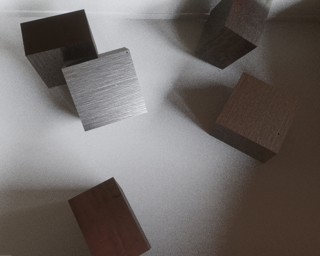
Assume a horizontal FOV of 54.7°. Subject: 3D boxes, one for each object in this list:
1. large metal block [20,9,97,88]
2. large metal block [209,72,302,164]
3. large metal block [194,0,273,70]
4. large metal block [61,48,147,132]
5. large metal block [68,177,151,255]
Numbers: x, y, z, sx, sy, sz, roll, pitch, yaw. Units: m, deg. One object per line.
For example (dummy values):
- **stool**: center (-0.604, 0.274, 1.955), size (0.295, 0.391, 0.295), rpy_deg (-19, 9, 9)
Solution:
- **large metal block**: center (-0.127, -0.104, 0.416), size (0.081, 0.080, 0.050), rpy_deg (-15, 70, -6)
- **large metal block**: center (0.122, -0.013, 0.403), size (0.080, 0.050, 0.080), rpy_deg (29, 72, 9)
- **large metal block**: center (0.099, -0.139, 0.426), size (0.050, 0.080, 0.080), rpy_deg (27, 71, -14)
- **large metal block**: center (-0.069, -0.051, 0.393), size (0.081, 0.050, 0.080), rpy_deg (-18, 111, -7)
- **large metal block**: center (-0.051, 0.108, 0.340), size (0.050, 0.080, 0.080), rpy_deg (-27, 73, -10)
